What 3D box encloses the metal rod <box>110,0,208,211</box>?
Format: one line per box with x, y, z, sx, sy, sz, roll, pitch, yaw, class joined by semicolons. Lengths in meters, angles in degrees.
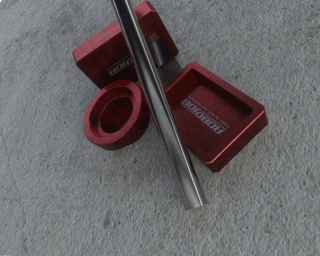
-0.010;-0.051;0.372;0.025;0.025;0.299;-23;75;14;metal rod

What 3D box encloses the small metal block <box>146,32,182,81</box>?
0.004;-0.100;0.441;0.025;0.050;0.050;-38;66;5;small metal block

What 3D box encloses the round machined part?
-0.054;-0.014;0.425;0.098;0.042;0.098;-16;57;26;round machined part

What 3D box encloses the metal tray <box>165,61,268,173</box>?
0.053;-0.019;0.385;0.090;0.030;0.130;-44;51;-3;metal tray

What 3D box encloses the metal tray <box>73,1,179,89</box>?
-0.048;-0.110;0.454;0.130;0.090;0.030;-33;52;7;metal tray
